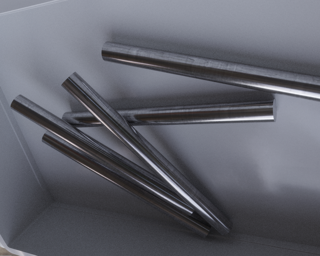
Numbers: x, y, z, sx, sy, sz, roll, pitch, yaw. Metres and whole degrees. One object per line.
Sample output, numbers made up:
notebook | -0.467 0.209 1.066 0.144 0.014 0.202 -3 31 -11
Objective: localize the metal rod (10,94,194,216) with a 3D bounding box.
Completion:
metal rod | -0.080 0.040 0.453 0.301 0.025 0.025 31 129 -1

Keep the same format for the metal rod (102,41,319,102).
metal rod | 0.072 -0.060 0.333 0.301 0.025 0.025 14 124 20

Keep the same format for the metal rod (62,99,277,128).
metal rod | -0.009 -0.016 0.403 0.300 0.025 0.025 -1 118 28

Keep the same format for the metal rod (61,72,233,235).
metal rod | -0.009 0.042 0.415 0.300 0.025 0.025 45 130 -13

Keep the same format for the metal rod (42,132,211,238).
metal rod | -0.057 0.084 0.490 0.301 0.025 0.025 28 128 10
